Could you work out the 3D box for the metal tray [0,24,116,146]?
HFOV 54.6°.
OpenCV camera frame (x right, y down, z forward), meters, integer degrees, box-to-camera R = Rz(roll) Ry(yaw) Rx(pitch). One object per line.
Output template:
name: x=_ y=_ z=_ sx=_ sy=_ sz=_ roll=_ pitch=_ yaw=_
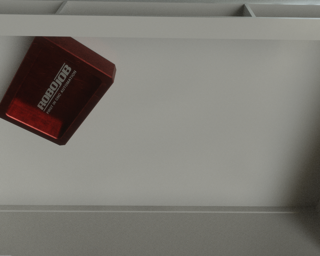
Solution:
metal tray: x=-0.124 y=-0.044 z=0.367 sx=0.090 sy=0.030 sz=0.129 roll=30 pitch=124 yaw=-23
